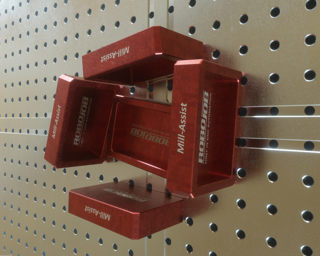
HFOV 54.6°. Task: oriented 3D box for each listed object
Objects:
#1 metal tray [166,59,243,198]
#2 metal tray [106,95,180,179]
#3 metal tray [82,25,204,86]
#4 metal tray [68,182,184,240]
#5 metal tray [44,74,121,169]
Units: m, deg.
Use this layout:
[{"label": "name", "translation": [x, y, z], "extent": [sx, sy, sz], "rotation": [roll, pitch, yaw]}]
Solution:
[{"label": "metal tray", "translation": [0.050, 0.000, 0.326], "extent": [0.030, 0.091, 0.129], "rotation": [6, 94, 40]}, {"label": "metal tray", "translation": [-0.014, 0.009, 0.418], "extent": [0.130, 0.030, 0.089], "rotation": [15, 99, 39]}, {"label": "metal tray", "translation": [-0.022, -0.083, 0.386], "extent": [0.130, 0.091, 0.030], "rotation": [-8, 85, 40]}, {"label": "metal tray", "translation": [-0.046, 0.102, 0.406], "extent": [0.130, 0.091, 0.030], "rotation": [5, 94, 40]}, {"label": "metal tray", "translation": [-0.114, -0.008, 0.462], "extent": [0.030, 0.091, 0.129], "rotation": [23, 105, 38]}]
